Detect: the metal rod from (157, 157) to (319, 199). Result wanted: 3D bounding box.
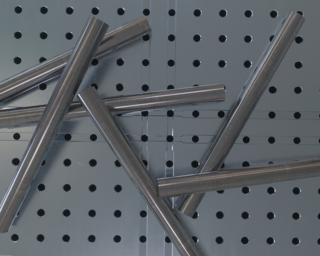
[{"bbox_3d":[0.146,0.057,0.397,0.302,0.025,0.025,-6,90,-7],"label":"metal rod"}]

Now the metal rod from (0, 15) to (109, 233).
[{"bbox_3d":[-0.142,0.002,0.390,0.025,0.025,0.299,29,99,0],"label":"metal rod"}]

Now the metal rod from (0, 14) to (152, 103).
[{"bbox_3d":[-0.152,-0.075,0.412,0.301,0.025,0.025,-25,90,0],"label":"metal rod"}]

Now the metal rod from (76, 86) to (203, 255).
[{"bbox_3d":[-0.013,0.081,0.399,0.025,0.025,0.299,-32,96,0],"label":"metal rod"}]

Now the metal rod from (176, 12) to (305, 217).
[{"bbox_3d":[0.107,-0.018,0.413,0.025,0.025,0.299,30,90,0],"label":"metal rod"}]

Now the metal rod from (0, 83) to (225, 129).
[{"bbox_3d":[-0.066,-0.029,0.412,0.302,0.025,0.025,-7,90,0],"label":"metal rod"}]
